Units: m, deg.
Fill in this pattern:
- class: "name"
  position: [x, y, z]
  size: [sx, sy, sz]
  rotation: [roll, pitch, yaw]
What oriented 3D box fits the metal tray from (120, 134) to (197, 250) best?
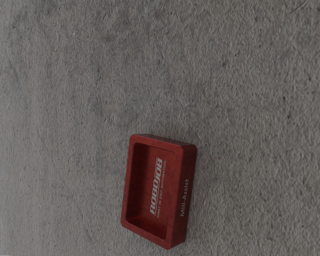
- class: "metal tray"
  position: [-0.004, 0.078, 0.405]
  size: [0.090, 0.030, 0.129]
  rotation: [12, 97, 39]
